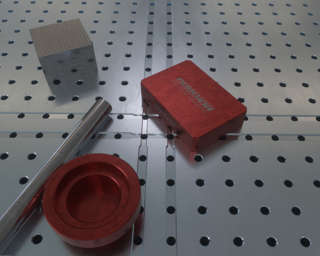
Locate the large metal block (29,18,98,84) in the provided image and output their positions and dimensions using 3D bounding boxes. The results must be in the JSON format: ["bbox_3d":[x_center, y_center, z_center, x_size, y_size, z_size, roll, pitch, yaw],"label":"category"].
[{"bbox_3d":[-0.154,-0.125,0.495,0.081,0.050,0.080,-19,53,-16],"label":"large metal block"}]

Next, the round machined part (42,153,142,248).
[{"bbox_3d":[-0.069,0.079,0.330,0.099,0.042,0.098,0,50,0],"label":"round machined part"}]

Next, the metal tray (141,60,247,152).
[{"bbox_3d":[0.044,-0.037,0.435,0.091,0.030,0.130,-28,55,-21],"label":"metal tray"}]

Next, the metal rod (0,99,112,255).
[{"bbox_3d":[-0.140,0.073,0.344,0.025,0.025,0.301,19,53,15],"label":"metal rod"}]
